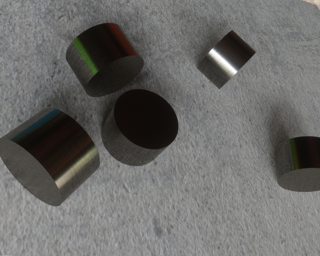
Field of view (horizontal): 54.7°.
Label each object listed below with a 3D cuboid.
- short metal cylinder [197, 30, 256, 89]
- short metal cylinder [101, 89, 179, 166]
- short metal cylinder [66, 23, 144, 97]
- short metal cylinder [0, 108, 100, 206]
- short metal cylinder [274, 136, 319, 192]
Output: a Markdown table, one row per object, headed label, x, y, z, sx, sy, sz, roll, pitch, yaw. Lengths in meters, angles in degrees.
| label | x | y | z | sx | sy | sz | roll | pitch | yaw |
| --- | --- | --- | --- | --- | --- | --- | --- | --- | --- |
| short metal cylinder | 0.105 | -0.108 | 0.493 | 0.050 | 0.080 | 0.080 | 44 | 51 | 2 |
| short metal cylinder | -0.025 | 0.000 | 0.376 | 0.081 | 0.050 | 0.080 | 14 | 56 | -21 |
| short metal cylinder | -0.067 | -0.082 | 0.383 | 0.081 | 0.080 | 0.050 | -24 | 75 | -37 |
| short metal cylinder | -0.105 | 0.028 | 0.296 | 0.080 | 0.080 | 0.050 | 43 | 51 | 1 |
| short metal cylinder | 0.212 | 0.054 | 0.452 | 0.081 | 0.080 | 0.050 | 19 | 54 | -18 |
